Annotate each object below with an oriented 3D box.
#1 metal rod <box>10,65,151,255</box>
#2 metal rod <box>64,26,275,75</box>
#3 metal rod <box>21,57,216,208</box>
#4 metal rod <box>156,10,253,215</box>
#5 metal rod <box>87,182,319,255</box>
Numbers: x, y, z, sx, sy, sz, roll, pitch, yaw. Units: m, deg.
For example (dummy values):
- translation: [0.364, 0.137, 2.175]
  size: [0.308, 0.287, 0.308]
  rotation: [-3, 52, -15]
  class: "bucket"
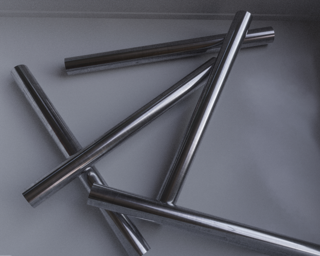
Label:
- translation: [-0.110, 0.033, 0.396]
  size: [0.025, 0.025, 0.300]
  rotation: [-35, 74, -12]
  class: "metal rod"
- translation: [0.016, -0.113, 0.450]
  size: [0.302, 0.025, 0.025]
  rotation: [-10, 70, -4]
  class: "metal rod"
- translation: [-0.032, -0.006, 0.393]
  size: [0.301, 0.025, 0.025]
  rotation: [-37, 74, -19]
  class: "metal rod"
- translation: [0.058, -0.023, 0.402]
  size: [0.025, 0.025, 0.299]
  rotation: [23, 77, 8]
  class: "metal rod"
- translation: [0.068, 0.114, 0.349]
  size: [0.302, 0.025, 0.025]
  rotation: [16, 71, -2]
  class: "metal rod"
